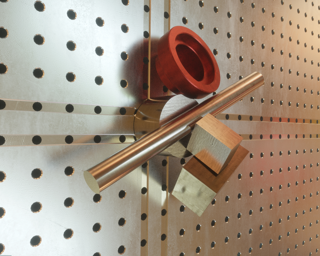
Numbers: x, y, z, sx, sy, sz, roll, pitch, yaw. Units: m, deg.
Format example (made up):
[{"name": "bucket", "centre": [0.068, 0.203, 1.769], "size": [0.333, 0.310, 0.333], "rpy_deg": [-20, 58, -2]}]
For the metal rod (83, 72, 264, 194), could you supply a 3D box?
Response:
[{"name": "metal rod", "centre": [0.041, -0.011, 0.380], "size": [0.302, 0.025, 0.025], "rpy_deg": [-31, 109, -36]}]

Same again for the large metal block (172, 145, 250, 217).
[{"name": "large metal block", "centre": [0.067, 0.062, 0.421], "size": [0.080, 0.050, 0.080], "rpy_deg": [-43, 161, -32]}]

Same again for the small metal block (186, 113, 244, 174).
[{"name": "small metal block", "centre": [0.064, 0.019, 0.369], "size": [0.025, 0.050, 0.050], "rpy_deg": [-37, 155, -34]}]

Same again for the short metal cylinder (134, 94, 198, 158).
[{"name": "short metal cylinder", "centre": [0.014, -0.003, 0.406], "size": [0.081, 0.050, 0.079], "rpy_deg": [0, 90, -40]}]

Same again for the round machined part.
[{"name": "round machined part", "centre": [0.033, -0.082, 0.412], "size": [0.099, 0.042, 0.098], "rpy_deg": [25, 52, -35]}]
